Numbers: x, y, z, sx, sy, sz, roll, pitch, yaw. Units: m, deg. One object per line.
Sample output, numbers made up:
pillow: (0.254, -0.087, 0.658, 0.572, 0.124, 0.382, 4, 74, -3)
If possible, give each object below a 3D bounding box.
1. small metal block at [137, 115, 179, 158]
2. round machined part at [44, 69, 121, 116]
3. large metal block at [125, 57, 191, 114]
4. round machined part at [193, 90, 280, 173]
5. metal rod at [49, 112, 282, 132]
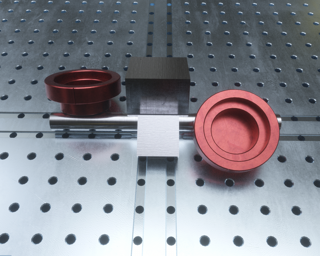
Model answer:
small metal block: (-0.002, 0.012, 0.385, 0.050, 0.025, 0.050, 1, 79, 0)
round machined part: (-0.102, -0.048, 0.420, 0.099, 0.042, 0.098, 0, 24, 0)
large metal block: (-0.002, -0.061, 0.427, 0.081, 0.050, 0.080, 1, 32, 0)
round machined part: (0.089, 0.006, 0.376, 0.099, 0.042, 0.098, 0, 75, 0)
metal rod: (0.007, -0.008, 0.415, 0.302, 0.025, 0.025, 0, 50, 0)
